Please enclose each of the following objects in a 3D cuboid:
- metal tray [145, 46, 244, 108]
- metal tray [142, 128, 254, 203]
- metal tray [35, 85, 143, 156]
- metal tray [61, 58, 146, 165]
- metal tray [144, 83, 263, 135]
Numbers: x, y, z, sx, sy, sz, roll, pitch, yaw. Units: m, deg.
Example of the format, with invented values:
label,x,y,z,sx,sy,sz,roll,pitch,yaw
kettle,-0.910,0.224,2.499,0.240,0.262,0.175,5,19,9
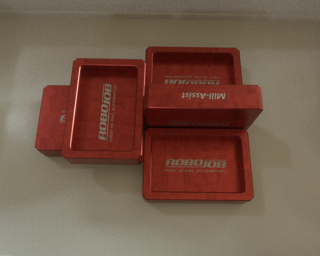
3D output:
label,x,y,z,sx,sy,sz,roll,pitch,yaw
metal tray,0.045,-0.066,0.430,0.131,0.030,0.090,1,70,0
metal tray,0.045,0.047,0.388,0.131,0.030,0.090,1,70,0
metal tray,-0.088,-0.009,0.406,0.131,0.030,0.090,0,70,-1
metal tray,-0.064,-0.022,0.380,0.091,0.030,0.130,1,70,0
metal tray,0.048,-0.020,0.380,0.131,0.090,0.030,1,70,0
